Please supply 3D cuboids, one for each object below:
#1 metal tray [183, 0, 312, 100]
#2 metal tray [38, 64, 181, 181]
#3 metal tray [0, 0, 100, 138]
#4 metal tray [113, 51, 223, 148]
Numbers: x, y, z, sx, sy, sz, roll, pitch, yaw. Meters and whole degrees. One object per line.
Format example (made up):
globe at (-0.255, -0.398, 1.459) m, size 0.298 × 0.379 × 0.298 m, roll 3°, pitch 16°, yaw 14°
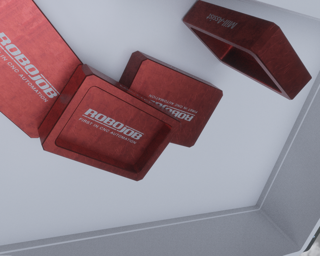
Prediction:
metal tray at (0.090, -0.088, 0.337) m, size 0.090 × 0.130 × 0.030 m, roll 33°, pitch 99°, yaw -39°
metal tray at (-0.050, 0.001, 0.339) m, size 0.131 × 0.030 × 0.090 m, roll 27°, pitch 103°, yaw -38°
metal tray at (-0.131, -0.061, 0.297) m, size 0.090 × 0.030 × 0.130 m, roll -38°, pitch 130°, yaw -3°
metal tray at (0.008, -0.031, 0.392) m, size 0.131 × 0.030 × 0.089 m, roll 16°, pitch 110°, yaw -35°
